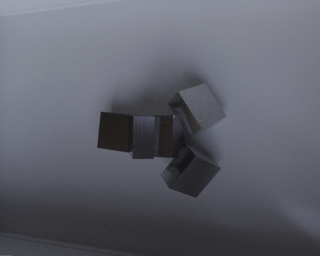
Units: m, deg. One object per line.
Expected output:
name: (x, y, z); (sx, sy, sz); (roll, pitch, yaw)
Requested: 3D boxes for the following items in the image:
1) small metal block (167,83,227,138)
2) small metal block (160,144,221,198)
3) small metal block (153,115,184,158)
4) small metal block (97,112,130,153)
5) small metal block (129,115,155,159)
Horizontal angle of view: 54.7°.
small metal block: (0.045, -0.022, 0.376); (0.050, 0.050, 0.025); (59, 139, 10)
small metal block: (0.038, 0.053, 0.379); (0.050, 0.050, 0.025); (-53, 40, 12)
small metal block: (0.012, 0.010, 0.391); (0.025, 0.050, 0.050); (1, 91, 20)
small metal block: (-0.056, 0.005, 0.426); (0.050, 0.025, 0.050); (7, 92, 19)
small metal block: (-0.024, 0.010, 0.384); (0.025, 0.050, 0.050); (1, 94, -12)
